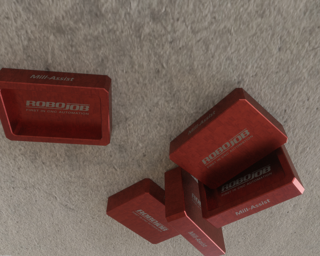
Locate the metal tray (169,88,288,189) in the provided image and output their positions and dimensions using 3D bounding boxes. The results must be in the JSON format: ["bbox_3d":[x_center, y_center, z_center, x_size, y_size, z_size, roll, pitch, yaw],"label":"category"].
[{"bbox_3d":[0.087,0.019,0.413,0.090,0.030,0.130,38,120,-20],"label":"metal tray"}]

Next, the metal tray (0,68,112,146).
[{"bbox_3d":[-0.127,-0.023,0.381,0.131,0.030,0.089,3,130,-4],"label":"metal tray"}]

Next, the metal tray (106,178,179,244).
[{"bbox_3d":[-0.015,0.146,0.528,0.090,0.030,0.130,-31,124,23],"label":"metal tray"}]

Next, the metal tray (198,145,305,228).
[{"bbox_3d":[0.117,0.072,0.427,0.130,0.090,0.030,-31,124,23],"label":"metal tray"}]

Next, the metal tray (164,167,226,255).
[{"bbox_3d":[0.054,0.130,0.475,0.030,0.090,0.130,-26,126,20],"label":"metal tray"}]
